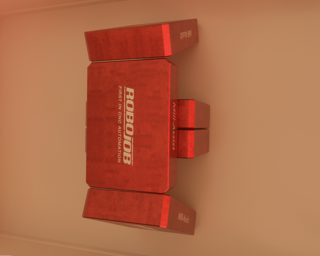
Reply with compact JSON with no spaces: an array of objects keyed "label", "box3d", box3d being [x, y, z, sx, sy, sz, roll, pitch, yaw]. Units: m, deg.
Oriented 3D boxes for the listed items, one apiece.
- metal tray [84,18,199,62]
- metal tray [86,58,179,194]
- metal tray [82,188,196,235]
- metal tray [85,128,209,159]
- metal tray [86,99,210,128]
[{"label":"metal tray","box3d":[-0.013,-0.104,0.357,0.090,0.131,0.030,1,111,20]},{"label":"metal tray","box3d":[-0.029,-0.003,0.320,0.090,0.030,0.129,1,90,19]},{"label":"metal tray","box3d":[-0.016,0.099,0.357,0.090,0.130,0.030,1,69,19]},{"label":"metal tray","box3d":[-0.012,0.015,0.380,0.130,0.090,0.030,1,91,20]},{"label":"metal tray","box3d":[-0.012,-0.016,0.379,0.130,0.090,0.030,1,91,20]}]
